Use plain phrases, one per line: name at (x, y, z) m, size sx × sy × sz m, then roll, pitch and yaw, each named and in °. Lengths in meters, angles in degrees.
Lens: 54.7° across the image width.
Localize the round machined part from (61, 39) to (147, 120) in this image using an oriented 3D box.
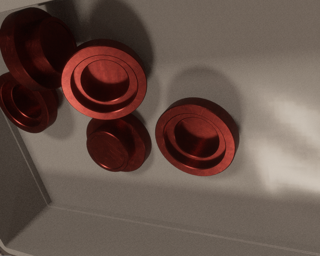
round machined part at (-0.066, -0.061, 0.375) m, size 0.099 × 0.042 × 0.097 m, roll -3°, pitch 127°, yaw -4°

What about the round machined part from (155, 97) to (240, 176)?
round machined part at (0.047, 0.007, 0.376) m, size 0.098 × 0.042 × 0.097 m, roll 13°, pitch 124°, yaw 20°

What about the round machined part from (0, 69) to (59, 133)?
round machined part at (-0.195, -0.044, 0.470) m, size 0.098 × 0.042 × 0.097 m, roll 13°, pitch 124°, yaw 20°

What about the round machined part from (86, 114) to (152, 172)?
round machined part at (-0.065, 0.024, 0.445) m, size 0.098 × 0.042 × 0.097 m, roll 13°, pitch 124°, yaw 20°

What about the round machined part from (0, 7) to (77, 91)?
round machined part at (-0.137, -0.095, 0.374) m, size 0.042 × 0.098 × 0.097 m, roll -6°, pitch 116°, yaw 22°
